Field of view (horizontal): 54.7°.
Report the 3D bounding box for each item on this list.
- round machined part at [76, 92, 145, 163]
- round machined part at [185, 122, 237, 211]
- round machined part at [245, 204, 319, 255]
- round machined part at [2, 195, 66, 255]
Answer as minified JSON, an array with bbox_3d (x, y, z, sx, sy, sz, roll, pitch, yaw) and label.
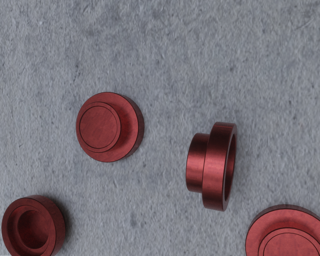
[{"bbox_3d":[-0.075,-0.001,0.425,0.098,0.042,0.097,0,90,19],"label":"round machined part"},{"bbox_3d":[0.058,0.041,0.349,0.042,0.098,0.097,7,92,20],"label":"round machined part"},{"bbox_3d":[0.146,0.139,0.348,0.098,0.042,0.097,0,90,19],"label":"round machined part"},{"bbox_3d":[-0.182,0.148,0.462,0.098,0.042,0.097,0,90,19],"label":"round machined part"}]
